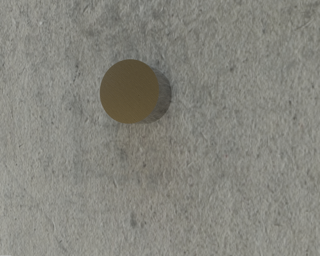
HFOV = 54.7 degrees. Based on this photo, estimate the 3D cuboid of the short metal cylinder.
[{"bbox_3d":[-0.031,-0.045,0.406,0.080,0.050,0.079,0,90,19],"label":"short metal cylinder"}]
